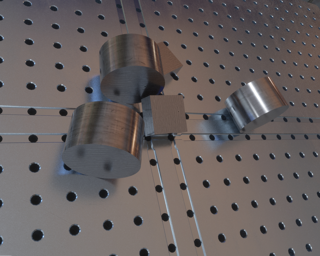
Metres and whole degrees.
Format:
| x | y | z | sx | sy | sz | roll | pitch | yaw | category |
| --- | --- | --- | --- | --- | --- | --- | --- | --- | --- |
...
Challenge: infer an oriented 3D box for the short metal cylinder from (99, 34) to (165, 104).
| x | y | z | sx | sy | sz | roll | pitch | yaw | category |
| --- | --- | --- | --- | --- | --- | --- | --- | --- | --- |
| -0.037 | -0.074 | 0.398 | 0.081 | 0.080 | 0.050 | 6 | 59 | -25 | short metal cylinder |

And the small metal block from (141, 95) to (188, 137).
| x | y | z | sx | sy | sz | roll | pitch | yaw | category |
| --- | --- | --- | --- | --- | --- | --- | --- | --- | --- |
| 0.006 | -0.017 | 0.411 | 0.050 | 0.025 | 0.050 | -4 | 84 | -30 | small metal block |

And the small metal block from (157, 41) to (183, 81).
| x | y | z | sx | sy | sz | roll | pitch | yaw | category |
| --- | --- | --- | --- | --- | --- | --- | --- | --- | --- |
| -0.002 | -0.097 | 0.466 | 0.050 | 0.025 | 0.050 | -33 | 80 | -38 | small metal block |

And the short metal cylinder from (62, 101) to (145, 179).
| x | y | z | sx | sy | sz | roll | pitch | yaw | category |
| --- | --- | --- | --- | --- | --- | --- | --- | --- | --- |
| -0.058 | 0.015 | 0.332 | 0.081 | 0.080 | 0.050 | 16 | 55 | -19 | short metal cylinder |

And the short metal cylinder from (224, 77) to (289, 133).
| x | y | z | sx | sy | sz | roll | pitch | yaw | category |
| --- | --- | --- | --- | --- | --- | --- | --- | --- | --- |
| 0.146 | -0.034 | 0.472 | 0.081 | 0.080 | 0.050 | -13 | 69 | -34 | short metal cylinder |
